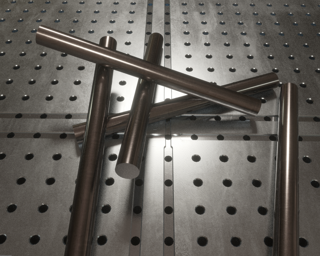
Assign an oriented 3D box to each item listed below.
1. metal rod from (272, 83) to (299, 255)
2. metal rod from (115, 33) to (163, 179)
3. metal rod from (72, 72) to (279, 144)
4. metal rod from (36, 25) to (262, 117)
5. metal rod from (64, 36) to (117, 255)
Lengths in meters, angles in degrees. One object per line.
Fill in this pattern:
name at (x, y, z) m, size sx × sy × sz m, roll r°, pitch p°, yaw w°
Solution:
metal rod at (0.150, 0.053, 0.364) m, size 0.025 × 0.025 × 0.300 m, roll 13°, pitch 51°, yaw 10°
metal rod at (-0.020, -0.055, 0.425) m, size 0.025 × 0.025 × 0.300 m, roll 4°, pitch 42°, yaw 3°
metal rod at (0.032, -0.032, 0.434) m, size 0.302 × 0.025 × 0.025 m, roll -16°, pitch 52°, yaw -14°
metal rod at (-0.010, -0.073, 0.409) m, size 0.302 × 0.025 × 0.025 m, roll 18°, pitch 51°, yaw -6°
metal rod at (-0.078, 0.003, 0.374) m, size 0.025 × 0.025 × 0.299 m, roll 1°, pitch 59°, yaw 0°
